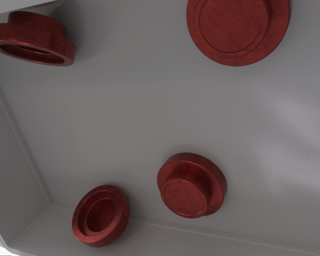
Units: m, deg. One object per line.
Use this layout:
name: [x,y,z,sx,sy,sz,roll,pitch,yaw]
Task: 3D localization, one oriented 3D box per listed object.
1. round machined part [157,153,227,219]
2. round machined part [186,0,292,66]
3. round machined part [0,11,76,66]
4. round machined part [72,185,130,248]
round machined part: [0.040,0.086,0.430,0.098,0.042,0.097,13,124,21]
round machined part: [0.071,-0.105,0.295,0.098,0.042,0.097,13,124,21]
round machined part: [-0.155,-0.112,0.387,0.098,0.098,0.042,6,86,25]
round machined part: [-0.091,0.146,0.507,0.098,0.098,0.042,-4,142,30]
